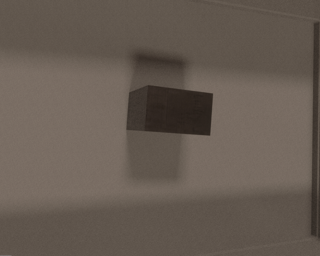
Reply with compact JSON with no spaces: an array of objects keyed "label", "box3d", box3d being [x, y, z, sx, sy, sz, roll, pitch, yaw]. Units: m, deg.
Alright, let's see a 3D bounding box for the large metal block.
[{"label":"large metal block","box3d":[0.009,-0.019,0.386,0.081,0.080,0.050,5,89,-20]}]
